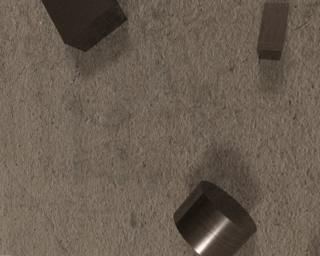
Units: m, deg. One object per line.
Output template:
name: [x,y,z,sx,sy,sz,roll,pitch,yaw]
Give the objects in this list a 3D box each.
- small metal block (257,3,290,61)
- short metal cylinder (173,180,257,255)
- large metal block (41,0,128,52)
small metal block: [0.128,-0.107,0.351,0.025,0.050,0.050,10,93,19]
short metal cylinder: [0.063,0.107,0.357,0.080,0.080,0.050,41,103,15]
large metal block: [-0.106,-0.167,0.432,0.080,0.050,0.080,-32,80,17]
